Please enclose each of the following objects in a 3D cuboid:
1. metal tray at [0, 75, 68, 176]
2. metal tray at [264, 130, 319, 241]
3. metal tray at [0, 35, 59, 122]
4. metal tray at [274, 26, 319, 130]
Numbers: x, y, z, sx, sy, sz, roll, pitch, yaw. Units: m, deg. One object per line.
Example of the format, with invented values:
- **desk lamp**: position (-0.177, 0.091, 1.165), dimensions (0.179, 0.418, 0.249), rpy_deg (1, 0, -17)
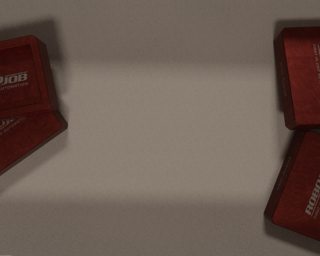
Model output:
- **metal tray**: position (-0.202, 0.000, 0.406), dimensions (0.130, 0.030, 0.090), rpy_deg (-36, 90, -1)
- **metal tray**: position (0.207, 0.077, 0.412), dimensions (0.090, 0.030, 0.129), rpy_deg (21, 90, -1)
- **metal tray**: position (-0.200, -0.053, 0.375), dimensions (0.131, 0.030, 0.089), rpy_deg (-12, 90, 0)
- **metal tray**: position (0.203, -0.065, 0.397), dimensions (0.091, 0.030, 0.129), rpy_deg (-2, 76, -1)
